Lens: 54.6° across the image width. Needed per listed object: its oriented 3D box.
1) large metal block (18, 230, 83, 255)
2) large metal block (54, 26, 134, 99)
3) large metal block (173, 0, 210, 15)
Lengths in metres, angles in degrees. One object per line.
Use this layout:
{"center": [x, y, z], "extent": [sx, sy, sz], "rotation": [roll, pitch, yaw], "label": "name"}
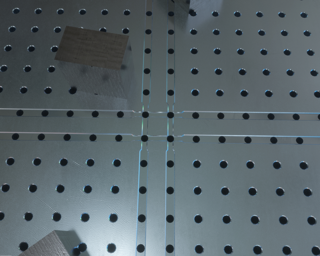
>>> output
{"center": [-0.122, 0.170, 0.336], "extent": [0.080, 0.050, 0.080], "rotation": [-35, 74, -12], "label": "large metal block"}
{"center": [-0.082, -0.084, 0.413], "extent": [0.080, 0.080, 0.050], "rotation": [10, 71, 4], "label": "large metal block"}
{"center": [0.050, -0.240, 0.487], "extent": [0.080, 0.050, 0.080], "rotation": [-38, 74, -13], "label": "large metal block"}
